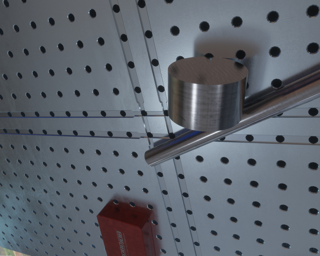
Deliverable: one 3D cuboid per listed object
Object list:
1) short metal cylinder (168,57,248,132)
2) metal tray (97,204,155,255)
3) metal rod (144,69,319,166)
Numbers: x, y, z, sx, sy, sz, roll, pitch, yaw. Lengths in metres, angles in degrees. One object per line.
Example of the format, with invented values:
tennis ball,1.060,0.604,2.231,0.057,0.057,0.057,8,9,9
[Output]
short metal cylinder,0.049,-0.038,0.326,0.080,0.080,0.050,13,124,21
metal tray,-0.059,0.206,0.567,0.090,0.030,0.129,8,122,24
metal rod,0.093,-0.011,0.354,0.299,0.025,0.025,-27,104,37
